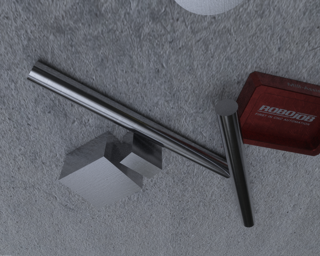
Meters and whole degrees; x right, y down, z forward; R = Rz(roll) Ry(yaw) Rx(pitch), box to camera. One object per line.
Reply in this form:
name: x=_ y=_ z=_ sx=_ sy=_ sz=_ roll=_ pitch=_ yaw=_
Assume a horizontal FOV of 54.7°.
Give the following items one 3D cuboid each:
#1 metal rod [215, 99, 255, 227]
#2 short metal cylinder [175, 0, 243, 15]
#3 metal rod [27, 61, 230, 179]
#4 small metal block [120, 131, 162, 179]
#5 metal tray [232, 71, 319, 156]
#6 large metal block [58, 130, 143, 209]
metal rod: x=0.114 y=0.071 z=0.442 sx=0.025 sy=0.025 sz=0.299 roll=-13 pitch=138 yaw=10
short metal cylinder: x=0.042 y=-0.146 z=0.267 sx=0.081 sy=0.050 sz=0.079 roll=0 pitch=130 yaw=0
metal rod: x=-0.021 y=-0.001 z=0.406 sx=0.301 sy=0.025 sz=0.025 roll=28 pitch=125 yaw=-22
small metal block: x=-0.024 y=0.033 z=0.419 sx=0.050 sy=0.050 sz=0.025 roll=34 pitch=122 yaw=-26
metal tray: x=0.161 y=-0.014 z=0.394 sx=0.131 sy=0.030 sz=0.089 roll=10 pitch=129 yaw=-10
large metal block: x=-0.081 y=0.062 z=0.442 sx=0.080 sy=0.050 sz=0.080 roll=-28 pitch=125 yaw=21
